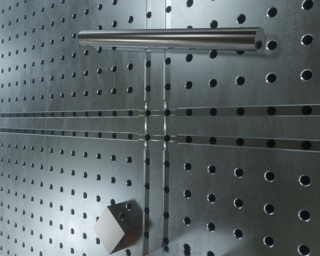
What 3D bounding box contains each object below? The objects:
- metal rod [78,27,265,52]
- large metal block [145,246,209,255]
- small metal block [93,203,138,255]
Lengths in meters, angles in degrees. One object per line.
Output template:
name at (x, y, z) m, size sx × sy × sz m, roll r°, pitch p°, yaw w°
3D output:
metal rod at (-0.010, -0.120, 0.415) m, size 0.300 × 0.025 × 0.025 m, roll 14°, pitch 99°, yaw 38°
large metal block at (0.014, 0.182, 0.360) m, size 0.080 × 0.081 × 0.050 m, roll -4°, pitch 87°, yaw 39°
small metal block at (-0.068, 0.150, 0.463) m, size 0.050 × 0.025 × 0.050 m, roll 48°, pitch 118°, yaw 29°
